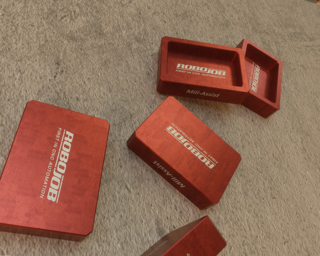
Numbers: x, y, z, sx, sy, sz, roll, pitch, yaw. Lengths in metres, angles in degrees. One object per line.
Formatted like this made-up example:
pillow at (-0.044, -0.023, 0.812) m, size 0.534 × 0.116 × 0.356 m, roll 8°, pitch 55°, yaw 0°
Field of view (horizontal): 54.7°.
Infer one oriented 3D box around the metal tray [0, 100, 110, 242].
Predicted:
metal tray at (-0.107, 0.041, 0.317) m, size 0.091 × 0.030 × 0.130 m, roll 16°, pitch 55°, yaw -19°

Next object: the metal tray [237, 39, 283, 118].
metal tray at (0.168, -0.090, 0.544) m, size 0.090 × 0.030 × 0.130 m, roll 29°, pitch 52°, yaw -10°

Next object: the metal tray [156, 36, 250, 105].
metal tray at (0.063, -0.087, 0.466) m, size 0.131 × 0.030 × 0.090 m, roll 7°, pitch 57°, yaw -8°

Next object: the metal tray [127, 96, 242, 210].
metal tray at (0.034, 0.029, 0.401) m, size 0.130 × 0.030 × 0.090 m, roll 41°, pitch 51°, yaw 0°

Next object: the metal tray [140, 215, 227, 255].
metal tray at (-0.011, 0.134, 0.273) m, size 0.131 × 0.090 × 0.030 m, roll -27°, pitch 77°, yaw -37°
